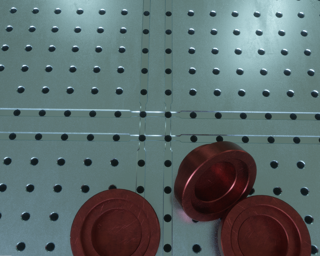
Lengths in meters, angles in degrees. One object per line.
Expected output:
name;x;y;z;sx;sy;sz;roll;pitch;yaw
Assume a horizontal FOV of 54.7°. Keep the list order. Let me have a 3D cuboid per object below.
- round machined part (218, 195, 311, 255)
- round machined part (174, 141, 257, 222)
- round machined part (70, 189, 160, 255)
round machined part;0.116;0.129;0.357;0.099;0.042;0.098;0;70;0
round machined part;0.060;0.058;0.363;0.099;0.098;0.042;-29;36;-10
round machined part;-0.049;0.122;0.357;0.099;0.042;0.098;0;70;-1
